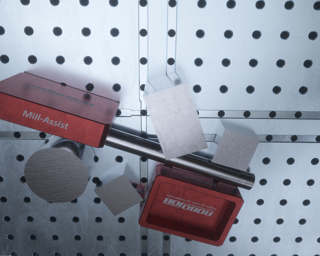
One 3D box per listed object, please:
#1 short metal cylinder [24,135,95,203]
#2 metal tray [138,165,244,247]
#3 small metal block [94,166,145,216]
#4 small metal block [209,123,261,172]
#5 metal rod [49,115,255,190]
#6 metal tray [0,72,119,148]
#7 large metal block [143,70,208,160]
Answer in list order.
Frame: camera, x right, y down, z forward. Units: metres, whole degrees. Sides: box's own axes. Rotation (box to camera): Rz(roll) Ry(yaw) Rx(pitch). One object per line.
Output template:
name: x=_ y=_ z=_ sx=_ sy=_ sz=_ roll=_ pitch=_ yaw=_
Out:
short metal cylinder: x=-0.132 y=0.053 z=0.417 sx=0.081 sy=0.050 sz=0.079 roll=0 pitch=110 yaw=0
metal tray: x=0.044 y=0.115 z=0.453 sx=0.131 sy=0.030 sz=0.089 roll=17 pitch=109 yaw=-7
small metal block: x=-0.058 y=0.091 z=0.447 sx=0.050 sy=0.025 sz=0.050 roll=-31 pitch=107 yaw=10
small metal block: x=0.101 y=0.026 z=0.424 sx=0.050 sy=0.025 sz=0.050 roll=16 pitch=109 yaw=-6
metal rod: x=-0.013 y=0.030 z=0.424 sx=0.302 sy=0.025 sz=0.025 roll=18 pitch=109 yaw=-7
metal tray: x=-0.120 y=-0.024 z=0.367 sx=0.131 sy=0.090 sz=0.030 roll=17 pitch=109 yaw=-7
large metal block: x=0.018 y=-0.019 z=0.378 sx=0.050 sy=0.080 sz=0.080 roll=-17 pitch=109 yaw=6
